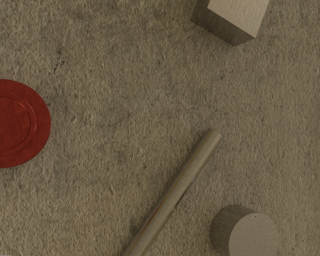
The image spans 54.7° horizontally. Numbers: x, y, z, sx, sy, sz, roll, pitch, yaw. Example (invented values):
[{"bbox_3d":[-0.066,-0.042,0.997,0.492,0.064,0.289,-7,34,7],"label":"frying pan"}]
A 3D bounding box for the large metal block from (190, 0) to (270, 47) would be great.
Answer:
[{"bbox_3d":[0.101,-0.174,0.434,0.080,0.050,0.080,24,82,-19],"label":"large metal block"}]

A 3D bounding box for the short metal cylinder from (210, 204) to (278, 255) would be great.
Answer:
[{"bbox_3d":[0.119,0.154,0.442,0.081,0.050,0.079,0,90,-21],"label":"short metal cylinder"}]

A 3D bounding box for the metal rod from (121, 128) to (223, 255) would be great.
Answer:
[{"bbox_3d":[-0.008,0.126,0.407,0.025,0.025,0.300,40,77,-16],"label":"metal rod"}]

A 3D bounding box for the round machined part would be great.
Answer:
[{"bbox_3d":[-0.171,-0.005,0.337,0.099,0.042,0.097,0,90,-21],"label":"round machined part"}]
